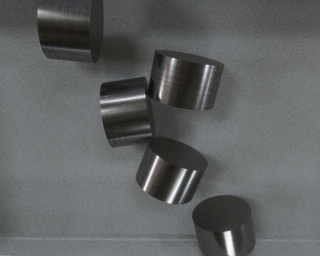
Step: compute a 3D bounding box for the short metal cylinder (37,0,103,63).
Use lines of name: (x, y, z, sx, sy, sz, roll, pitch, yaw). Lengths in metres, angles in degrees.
short metal cylinder: (-0.094, -0.114, 0.339, 0.050, 0.080, 0.079, 5, 110, -2)

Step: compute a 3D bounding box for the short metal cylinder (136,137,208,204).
short metal cylinder: (0.015, 0.053, 0.402, 0.080, 0.080, 0.050, 19, 109, -7)

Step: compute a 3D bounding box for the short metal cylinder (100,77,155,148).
short metal cylinder: (-0.037, -0.019, 0.375, 0.050, 0.080, 0.079, -8, 110, 3)

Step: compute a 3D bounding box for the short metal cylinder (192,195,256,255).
short metal cylinder: (0.089, 0.138, 0.434, 0.080, 0.080, 0.050, -12, 110, 4)

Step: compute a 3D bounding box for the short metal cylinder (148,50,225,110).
short metal cylinder: (0.029, -0.057, 0.361, 0.081, 0.080, 0.050, 10, 110, -4)
